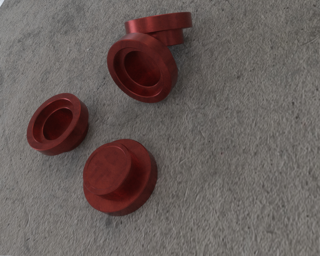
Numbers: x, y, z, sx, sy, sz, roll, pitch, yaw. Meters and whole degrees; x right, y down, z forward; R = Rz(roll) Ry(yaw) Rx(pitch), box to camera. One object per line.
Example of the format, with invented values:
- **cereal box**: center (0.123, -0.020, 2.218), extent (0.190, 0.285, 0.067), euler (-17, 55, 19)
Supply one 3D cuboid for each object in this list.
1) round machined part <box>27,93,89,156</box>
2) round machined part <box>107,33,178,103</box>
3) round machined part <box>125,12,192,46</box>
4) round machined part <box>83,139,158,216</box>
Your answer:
- **round machined part**: center (-0.149, -0.002, 0.473), extent (0.098, 0.042, 0.098), euler (-13, 56, 21)
- **round machined part**: center (-0.020, -0.086, 0.426), extent (0.098, 0.098, 0.042), euler (6, 43, 31)
- **round machined part**: center (-0.001, -0.142, 0.459), extent (0.099, 0.042, 0.098), euler (-8, 16, 3)
- **round machined part**: center (-0.056, 0.056, 0.388), extent (0.098, 0.042, 0.098), euler (-13, 56, 21)
